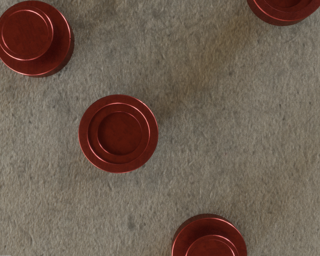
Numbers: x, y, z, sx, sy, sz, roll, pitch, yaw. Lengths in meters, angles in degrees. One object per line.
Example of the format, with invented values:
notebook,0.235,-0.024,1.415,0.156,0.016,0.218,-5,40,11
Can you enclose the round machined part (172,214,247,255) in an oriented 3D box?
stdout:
round machined part,0.065,0.166,0.403,0.099,0.042,0.097,0,90,-1

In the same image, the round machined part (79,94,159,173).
round machined part,-0.051,0.007,0.401,0.099,0.042,0.097,0,90,-1

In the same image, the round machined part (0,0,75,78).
round machined part,-0.165,-0.117,0.399,0.099,0.042,0.097,0,90,-1

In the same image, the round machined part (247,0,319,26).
round machined part,0.159,-0.181,0.404,0.099,0.042,0.097,0,90,-1
